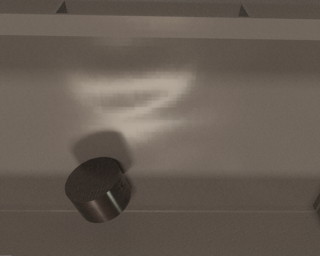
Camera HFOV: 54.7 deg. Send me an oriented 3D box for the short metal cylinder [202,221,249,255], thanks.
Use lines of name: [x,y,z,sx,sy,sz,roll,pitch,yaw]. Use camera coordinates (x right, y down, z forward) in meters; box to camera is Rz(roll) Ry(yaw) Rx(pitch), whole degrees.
short metal cylinder: [0.122,0.221,0.585,0.081,0.050,0.079,-1,130,0]

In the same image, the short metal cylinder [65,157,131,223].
short metal cylinder: [-0.088,0.088,0.447,0.080,0.080,0.050,-12,129,9]
